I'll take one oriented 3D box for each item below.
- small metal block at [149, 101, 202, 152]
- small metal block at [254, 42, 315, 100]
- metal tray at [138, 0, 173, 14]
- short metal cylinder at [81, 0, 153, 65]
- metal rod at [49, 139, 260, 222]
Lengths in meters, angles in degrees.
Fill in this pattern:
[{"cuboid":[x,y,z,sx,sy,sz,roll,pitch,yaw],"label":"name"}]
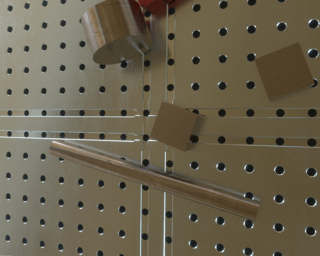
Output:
[{"cuboid":[0.021,-0.002,0.405,0.050,0.025,0.050,22,97,18],"label":"small metal block"},{"cuboid":[0.144,-0.064,0.362,0.050,0.025,0.050,-20,84,19],"label":"small metal block"},{"cuboid":[0.016,-0.225,0.404,0.130,0.030,0.090,-29,81,17],"label":"metal tray"},{"cuboid":[-0.056,-0.123,0.403,0.080,0.080,0.050,-21,83,19],"label":"short metal cylinder"},{"cuboid":[-0.021,0.065,0.419,0.301,0.025,0.025,14,95,19],"label":"metal rod"}]
